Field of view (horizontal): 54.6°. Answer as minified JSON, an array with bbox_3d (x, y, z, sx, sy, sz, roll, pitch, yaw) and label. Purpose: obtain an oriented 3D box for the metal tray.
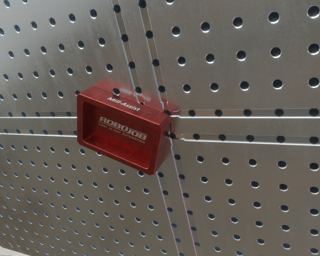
[{"bbox_3d":[-0.055,0.004,0.439,0.130,0.030,0.089,21,127,15],"label":"metal tray"}]
